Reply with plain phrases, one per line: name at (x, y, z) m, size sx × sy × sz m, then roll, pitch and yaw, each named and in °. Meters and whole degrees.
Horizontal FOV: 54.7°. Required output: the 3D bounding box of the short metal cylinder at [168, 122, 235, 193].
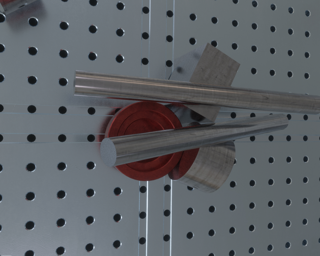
short metal cylinder at (0.052, 0.038, 0.402) m, size 0.050 × 0.080 × 0.080 m, roll 25°, pitch 82°, yaw -19°

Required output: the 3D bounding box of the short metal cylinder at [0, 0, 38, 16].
short metal cylinder at (-0.163, -0.167, 0.323) m, size 0.050 × 0.080 × 0.080 m, roll -36°, pitch 102°, yaw -16°

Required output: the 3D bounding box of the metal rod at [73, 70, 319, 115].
metal rod at (0.060, -0.036, 0.349) m, size 0.302 × 0.025 × 0.025 m, roll 3°, pitch 89°, yaw -20°

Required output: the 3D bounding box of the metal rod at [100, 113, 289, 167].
metal rod at (0.068, 0.006, 0.362) m, size 0.302 × 0.025 × 0.025 m, roll -8°, pitch 93°, yaw -42°

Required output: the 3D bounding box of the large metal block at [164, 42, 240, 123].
large metal block at (0.046, -0.053, 0.400) m, size 0.050 × 0.080 × 0.080 m, roll 28°, pitch 81°, yaw -18°

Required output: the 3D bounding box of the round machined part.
round machined part at (-0.022, 0.016, 0.395) m, size 0.099 × 0.042 × 0.097 m, roll 0°, pitch 90°, yaw -20°
